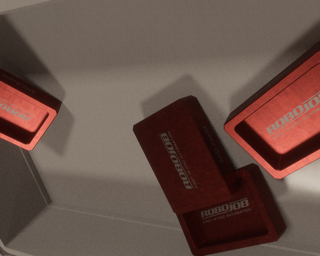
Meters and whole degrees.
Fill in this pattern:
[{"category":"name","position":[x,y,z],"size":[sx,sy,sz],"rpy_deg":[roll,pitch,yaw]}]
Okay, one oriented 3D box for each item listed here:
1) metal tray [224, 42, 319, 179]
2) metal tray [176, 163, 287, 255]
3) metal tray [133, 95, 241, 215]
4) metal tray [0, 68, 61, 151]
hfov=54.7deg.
[{"category":"metal tray","position":[0.143,-0.012,0.322],"size":[0.090,0.030,0.129],"rpy_deg":[44,129,-3]},{"category":"metal tray","position":[0.083,0.110,0.405],"size":[0.130,0.030,0.090],"rpy_deg":[-30,77,37]},{"category":"metal tray","position":[0.031,0.036,0.388],"size":[0.090,0.030,0.130],"rpy_deg":[-28,87,37]},{"category":"metal tray","position":[-0.227,-0.032,0.455],"size":[0.131,0.030,0.090],"rpy_deg":[31,115,-23]}]
